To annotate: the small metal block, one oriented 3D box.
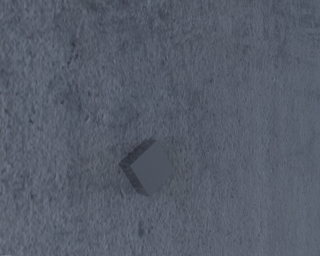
[{"bbox_3d":[-0.016,0.049,0.391,0.050,0.025,0.050,-43,116,-31],"label":"small metal block"}]
